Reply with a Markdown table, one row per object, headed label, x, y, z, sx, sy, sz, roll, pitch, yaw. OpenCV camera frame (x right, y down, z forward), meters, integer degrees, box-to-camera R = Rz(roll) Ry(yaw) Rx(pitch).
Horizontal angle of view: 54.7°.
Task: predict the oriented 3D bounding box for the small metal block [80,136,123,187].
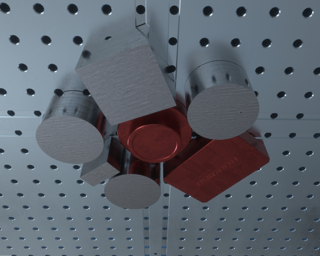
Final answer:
| label | x | y | z | sx | sy | sz | roll | pitch | yaw |
| --- | --- | --- | --- | --- | --- | --- | --- | --- | --- |
| small metal block | -0.080 | 0.046 | 0.433 | 0.050 | 0.050 | 0.025 | -30 | 124 | 23 |

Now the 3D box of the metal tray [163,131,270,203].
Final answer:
| label | x | y | z | sx | sy | sz | roll | pitch | yaw |
| --- | --- | --- | --- | --- | --- | --- | --- | --- | --- |
| metal tray | 0.078 | 0.051 | 0.451 | 0.090 | 0.030 | 0.129 | 33 | 122 | -25 |

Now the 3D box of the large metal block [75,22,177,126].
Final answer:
| label | x | y | z | sx | sy | sz | roll | pitch | yaw |
| --- | --- | --- | --- | --- | --- | --- | --- | --- | --- |
| large metal block | -0.034 | -0.058 | 0.346 | 0.080 | 0.050 | 0.080 | -17 | 128 | 13 |

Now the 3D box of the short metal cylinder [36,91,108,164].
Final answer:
| label | x | y | z | sx | sy | sz | roll | pitch | yaw |
| --- | --- | --- | --- | --- | --- | --- | --- | --- | --- |
| short metal cylinder | -0.108 | 0.000 | 0.393 | 0.081 | 0.050 | 0.079 | 0 | 130 | 0 |

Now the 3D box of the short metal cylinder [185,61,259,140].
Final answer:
| label | x | y | z | sx | sy | sz | roll | pitch | yaw |
| --- | --- | --- | --- | --- | --- | --- | --- | --- | --- |
| short metal cylinder | 0.071 | -0.032 | 0.368 | 0.081 | 0.050 | 0.079 | 0 | 130 | 0 |

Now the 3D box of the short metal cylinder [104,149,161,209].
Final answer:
| label | x | y | z | sx | sy | sz | roll | pitch | yaw |
| --- | --- | --- | --- | --- | --- | --- | --- | --- | --- |
| short metal cylinder | -0.039 | 0.076 | 0.458 | 0.081 | 0.050 | 0.079 | 0 | 130 | 0 |

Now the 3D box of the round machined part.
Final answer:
| label | x | y | z | sx | sy | sz | roll | pitch | yaw |
| --- | --- | --- | --- | --- | --- | --- | --- | --- | --- |
| round machined part | -0.007 | 0.008 | 0.406 | 0.099 | 0.042 | 0.097 | 0 | 130 | 0 |
